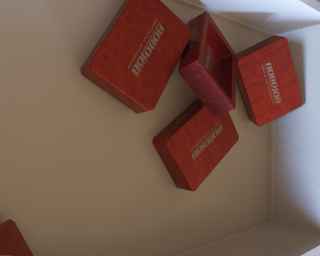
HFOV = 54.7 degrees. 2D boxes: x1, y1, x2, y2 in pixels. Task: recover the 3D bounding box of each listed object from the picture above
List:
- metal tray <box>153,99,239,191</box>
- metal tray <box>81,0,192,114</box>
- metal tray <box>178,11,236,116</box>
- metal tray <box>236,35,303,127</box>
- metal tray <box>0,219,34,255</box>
[{"bbox_3d":[0.058,0.017,0.454,0.131,0.030,0.090,-42,116,-32],"label":"metal tray"},{"bbox_3d":[-0.024,-0.094,0.376,0.090,0.030,0.130,36,68,-25],"label":"metal tray"},{"bbox_3d":[0.071,-0.091,0.432,0.090,0.030,0.130,45,39,-31],"label":"metal tray"},{"bbox_3d":[0.181,-0.078,0.524,0.090,0.030,0.129,-27,115,-2],"label":"metal tray"},{"bbox_3d":[-0.124,0.128,0.224,0.030,0.130,0.090,-28,91,-5],"label":"metal tray"}]
